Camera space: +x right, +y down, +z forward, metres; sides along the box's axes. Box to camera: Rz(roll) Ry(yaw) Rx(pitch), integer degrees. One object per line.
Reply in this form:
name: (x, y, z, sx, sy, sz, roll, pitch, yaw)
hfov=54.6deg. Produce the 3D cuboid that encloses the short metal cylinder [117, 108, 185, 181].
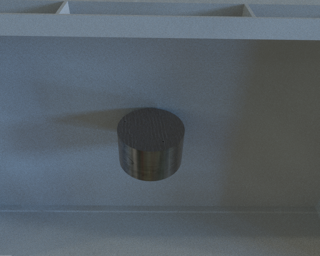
short metal cylinder: (-0.011, 0.019, 0.385, 0.080, 0.080, 0.050, 1, 130, -1)
